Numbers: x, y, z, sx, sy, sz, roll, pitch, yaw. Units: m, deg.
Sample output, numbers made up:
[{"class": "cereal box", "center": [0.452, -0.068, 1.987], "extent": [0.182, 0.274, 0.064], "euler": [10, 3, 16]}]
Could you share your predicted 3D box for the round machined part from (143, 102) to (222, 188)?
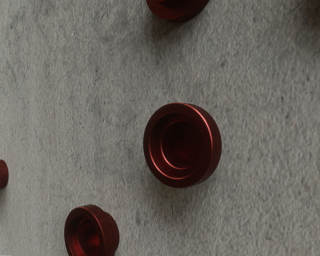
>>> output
[{"class": "round machined part", "center": [0.030, 0.019, 0.368], "extent": [0.098, 0.042, 0.097], "euler": [0, 90, 39]}]

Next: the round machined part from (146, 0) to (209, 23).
[{"class": "round machined part", "center": [0.017, -0.183, 0.379], "extent": [0.098, 0.042, 0.097], "euler": [0, 90, 39]}]

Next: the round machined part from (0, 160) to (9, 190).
[{"class": "round machined part", "center": [-0.380, 0.107, 0.702], "extent": [0.098, 0.042, 0.097], "euler": [0, 90, 39]}]

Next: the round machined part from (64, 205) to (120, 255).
[{"class": "round machined part", "center": [-0.100, 0.166, 0.474], "extent": [0.098, 0.042, 0.097], "euler": [0, 90, 39]}]
